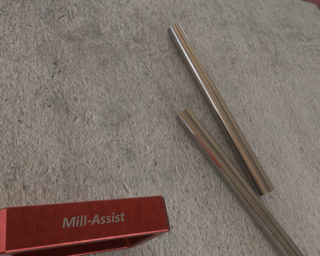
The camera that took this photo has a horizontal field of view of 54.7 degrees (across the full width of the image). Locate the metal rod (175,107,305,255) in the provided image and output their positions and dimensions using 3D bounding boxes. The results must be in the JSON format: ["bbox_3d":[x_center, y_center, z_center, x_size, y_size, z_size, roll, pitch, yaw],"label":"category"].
[{"bbox_3d":[0.120,0.097,0.411,0.025,0.025,0.299,-29,78,-38],"label":"metal rod"}]

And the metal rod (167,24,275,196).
[{"bbox_3d":[0.086,-0.038,0.475,0.025,0.025,0.299,-14,69,-34],"label":"metal rod"}]

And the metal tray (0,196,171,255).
[{"bbox_3d":[-0.069,0.091,0.270,0.131,0.090,0.030,2,61,-28],"label":"metal tray"}]
